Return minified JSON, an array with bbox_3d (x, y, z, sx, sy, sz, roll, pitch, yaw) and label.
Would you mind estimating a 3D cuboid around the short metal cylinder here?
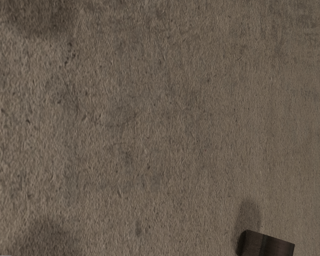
[{"bbox_3d":[0.181,0.210,0.525,0.080,0.080,0.050,29,72,-37],"label":"short metal cylinder"}]
